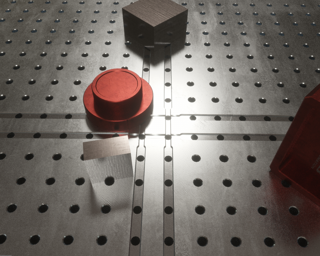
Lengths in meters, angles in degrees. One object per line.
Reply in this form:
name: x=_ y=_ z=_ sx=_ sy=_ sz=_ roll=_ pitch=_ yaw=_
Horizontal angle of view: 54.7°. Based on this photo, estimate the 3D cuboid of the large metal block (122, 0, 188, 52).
large metal block: x=-0.009 y=-0.189 z=0.550 sx=0.080 sy=0.050 sz=0.080 roll=-36 pitch=59 yaw=-27

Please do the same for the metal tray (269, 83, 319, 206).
metal tray: x=0.176 y=0.027 z=0.319 sx=0.030 sy=0.129 sz=0.090 roll=-36 pitch=59 yaw=-26

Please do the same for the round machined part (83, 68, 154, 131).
round machined part: x=-0.058 y=-0.046 z=0.435 sx=0.099 sy=0.042 sz=0.098 roll=0 pitch=50 yaw=0

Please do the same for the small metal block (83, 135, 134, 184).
small metal block: x=-0.059 y=0.037 z=0.359 sx=0.050 sy=0.050 sz=0.025 roll=-9 pitch=51 yaw=-8
